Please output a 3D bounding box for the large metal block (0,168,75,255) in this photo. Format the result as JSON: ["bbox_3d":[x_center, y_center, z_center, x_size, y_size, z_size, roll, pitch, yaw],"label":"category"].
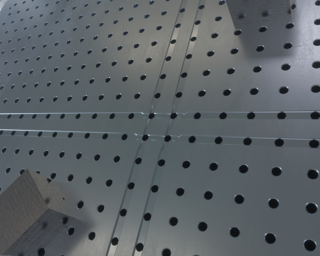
[{"bbox_3d":[-0.175,0.116,0.415,0.080,0.050,0.080,-45,51,-4],"label":"large metal block"}]

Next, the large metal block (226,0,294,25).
[{"bbox_3d":[0.135,-0.193,0.421,0.080,0.080,0.050,3,63,30],"label":"large metal block"}]
